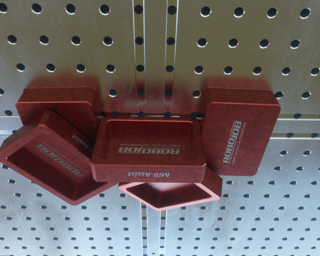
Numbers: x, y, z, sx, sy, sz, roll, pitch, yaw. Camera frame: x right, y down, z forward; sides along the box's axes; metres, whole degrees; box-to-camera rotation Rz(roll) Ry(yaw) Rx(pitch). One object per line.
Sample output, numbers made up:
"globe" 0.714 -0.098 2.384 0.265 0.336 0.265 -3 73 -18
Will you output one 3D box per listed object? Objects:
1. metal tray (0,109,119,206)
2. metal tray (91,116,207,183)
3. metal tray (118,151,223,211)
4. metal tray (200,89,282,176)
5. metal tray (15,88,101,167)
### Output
"metal tray" -0.127 0.044 0.403 0.090 0.030 0.130 -31 125 23
"metal tray" -0.013 0.024 0.388 0.131 0.090 0.030 1 130 -2
"metal tray" 0.013 0.082 0.454 0.130 0.030 0.090 -24 129 40
"metal tray" 0.097 0.011 0.418 0.091 0.030 0.129 2 130 -3
"metal tray" -0.125 0.009 0.414 0.091 0.030 0.129 -1 131 0
